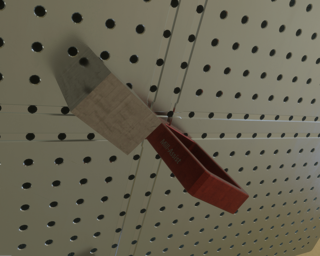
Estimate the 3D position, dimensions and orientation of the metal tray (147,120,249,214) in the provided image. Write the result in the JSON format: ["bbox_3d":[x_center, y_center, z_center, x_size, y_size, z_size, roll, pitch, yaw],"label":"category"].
[{"bbox_3d":[0.043,0.045,0.394,0.090,0.130,0.030,31,101,-38],"label":"metal tray"}]

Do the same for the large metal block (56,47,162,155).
[{"bbox_3d":[-0.055,-0.029,0.327,0.050,0.080,0.080,-44,129,2],"label":"large metal block"}]
